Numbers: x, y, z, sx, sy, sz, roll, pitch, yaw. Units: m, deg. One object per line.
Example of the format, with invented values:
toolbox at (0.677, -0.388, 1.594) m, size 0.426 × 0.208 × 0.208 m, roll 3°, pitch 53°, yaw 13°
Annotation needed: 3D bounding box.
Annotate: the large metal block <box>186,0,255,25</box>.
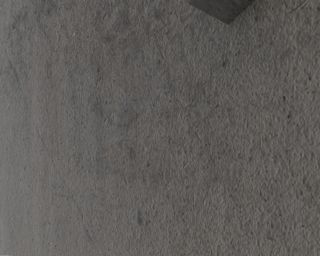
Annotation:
large metal block at (0.053, -0.166, 0.325) m, size 0.050 × 0.081 × 0.080 m, roll -39°, pitch 67°, yaw 33°
